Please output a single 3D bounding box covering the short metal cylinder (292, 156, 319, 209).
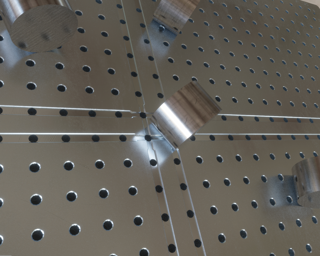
[{"bbox_3d":[0.239,0.081,0.452,0.081,0.080,0.050,16,55,-19],"label":"short metal cylinder"}]

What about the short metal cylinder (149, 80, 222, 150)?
[{"bbox_3d":[0.033,-0.016,0.400,0.050,0.080,0.081,50,51,6],"label":"short metal cylinder"}]

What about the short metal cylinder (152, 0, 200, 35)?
[{"bbox_3d":[0.030,-0.202,0.512,0.050,0.080,0.080,32,52,-8],"label":"short metal cylinder"}]

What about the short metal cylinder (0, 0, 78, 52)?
[{"bbox_3d":[-0.148,-0.138,0.377,0.081,0.080,0.050,-17,71,-35],"label":"short metal cylinder"}]
